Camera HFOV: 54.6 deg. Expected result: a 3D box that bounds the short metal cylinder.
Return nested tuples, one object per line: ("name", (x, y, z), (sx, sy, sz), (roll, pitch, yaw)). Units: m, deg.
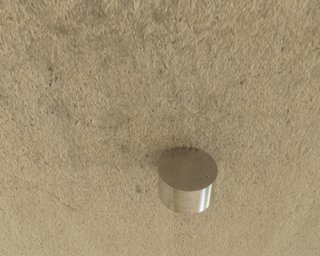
("short metal cylinder", (0.037, 0.072, 0.432), (0.080, 0.080, 0.050), (0, 130, 0))
